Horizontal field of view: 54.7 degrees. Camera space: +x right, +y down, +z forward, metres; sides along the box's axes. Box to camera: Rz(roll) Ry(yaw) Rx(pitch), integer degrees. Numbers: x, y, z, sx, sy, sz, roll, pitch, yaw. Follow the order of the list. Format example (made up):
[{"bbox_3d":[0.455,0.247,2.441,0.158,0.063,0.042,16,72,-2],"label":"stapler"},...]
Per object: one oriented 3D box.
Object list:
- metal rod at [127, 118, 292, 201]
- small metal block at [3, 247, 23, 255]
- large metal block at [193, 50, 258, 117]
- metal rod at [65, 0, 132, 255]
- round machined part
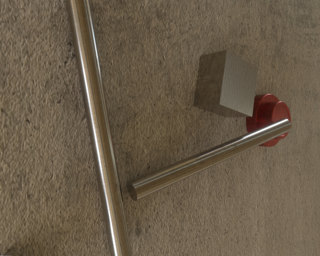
[{"bbox_3d":[0.090,0.037,0.454,0.302,0.025,0.025,-18,102,-30],"label":"metal rod"},{"bbox_3d":[-0.138,0.151,0.291,0.050,0.025,0.050,-51,120,-28],"label":"small metal block"},{"bbox_3d":[0.102,-0.064,0.477,0.081,0.050,0.080,15,81,-39],"label":"large metal block"},{"bbox_3d":[-0.067,0.006,0.349,0.025,0.025,0.298,-14,99,-39],"label":"metal rod"},{"bbox_3d":[0.205,-0.014,0.569,0.099,0.042,0.097,0,90,-40],"label":"round machined part"}]
